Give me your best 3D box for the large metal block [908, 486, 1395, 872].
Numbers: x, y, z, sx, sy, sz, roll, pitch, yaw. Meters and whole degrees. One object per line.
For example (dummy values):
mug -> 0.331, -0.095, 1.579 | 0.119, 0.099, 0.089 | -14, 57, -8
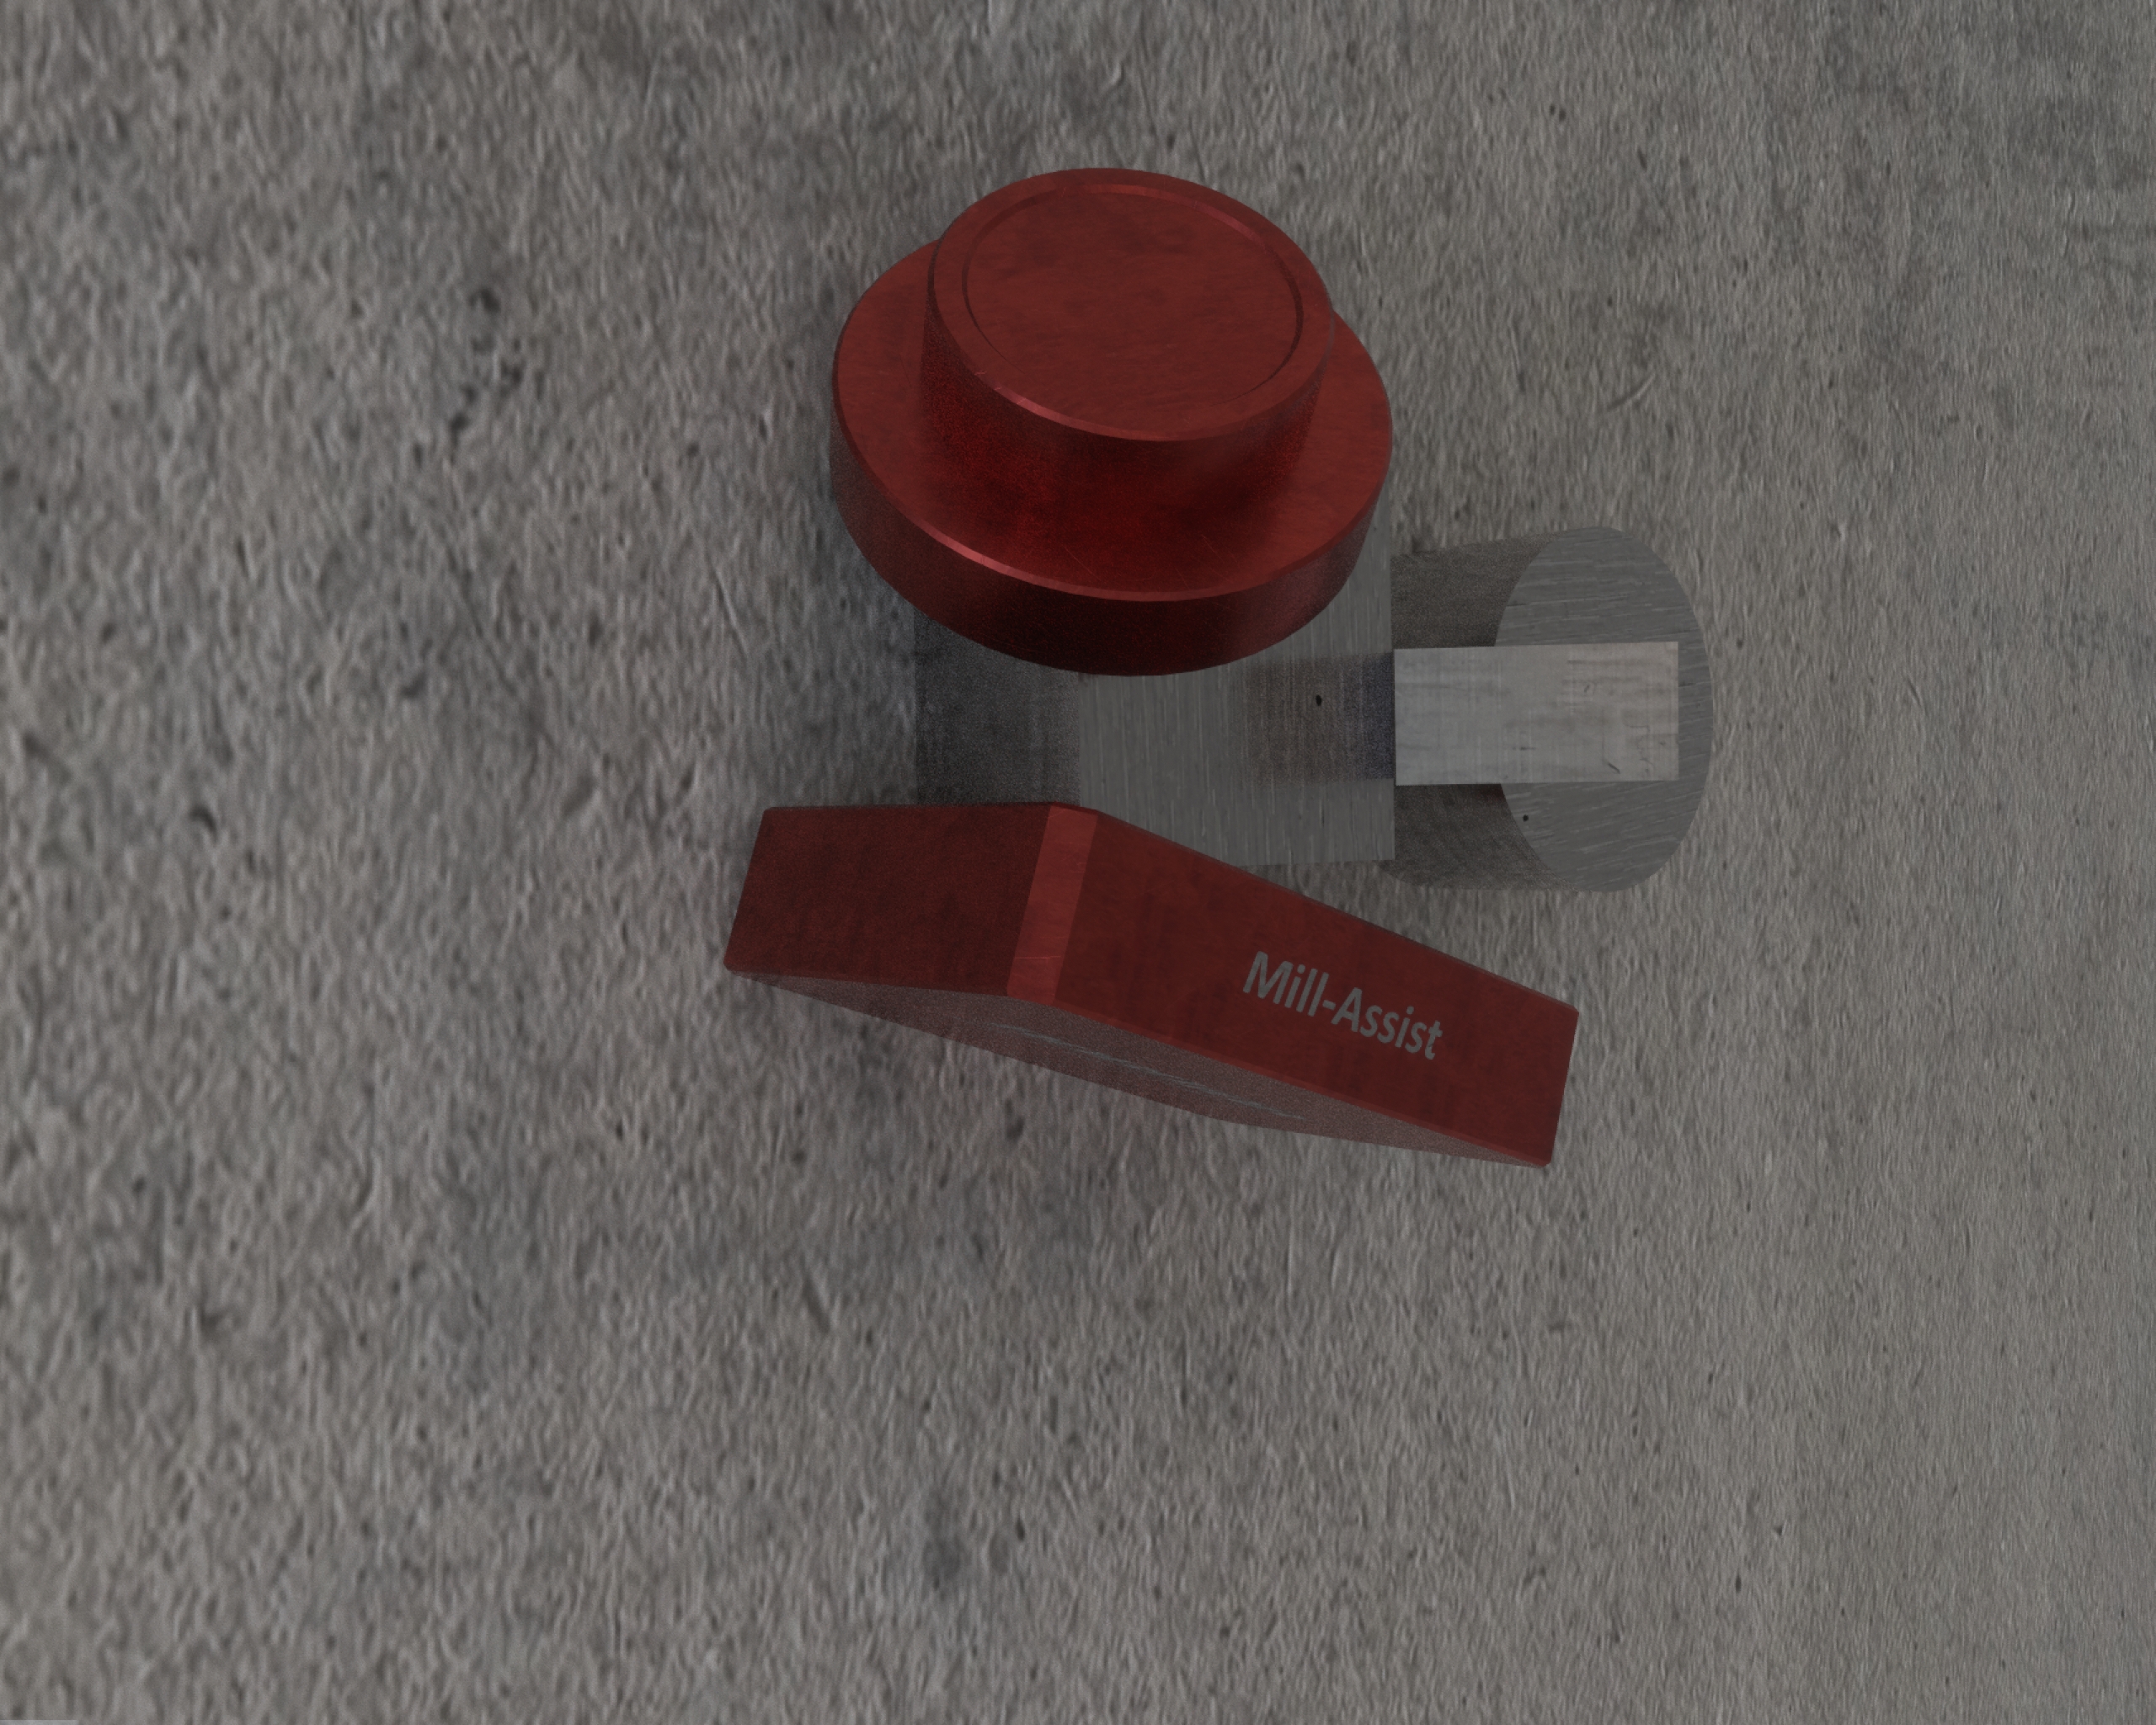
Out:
large metal block -> 0.015, -0.039, 0.403 | 0.081, 0.050, 0.079 | -2, 92, -40

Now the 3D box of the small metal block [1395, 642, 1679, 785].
small metal block -> 0.087, -0.029, 0.403 | 0.050, 0.050, 0.025 | -30, 119, -80

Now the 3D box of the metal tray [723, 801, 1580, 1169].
metal tray -> 0.015, 0.023, 0.376 | 0.131, 0.090, 0.030 | 21, 77, -38

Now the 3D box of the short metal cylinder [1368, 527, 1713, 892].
short metal cylinder -> 0.099, -0.033, 0.474 | 0.081, 0.050, 0.080 | 0, 90, -40

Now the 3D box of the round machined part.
round machined part -> 0.007, -0.083, 0.363 | 0.098, 0.098, 0.042 | -44, 161, -31
